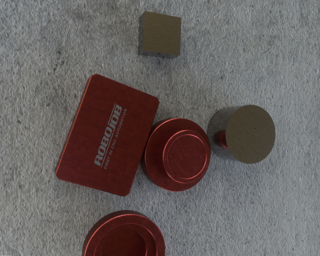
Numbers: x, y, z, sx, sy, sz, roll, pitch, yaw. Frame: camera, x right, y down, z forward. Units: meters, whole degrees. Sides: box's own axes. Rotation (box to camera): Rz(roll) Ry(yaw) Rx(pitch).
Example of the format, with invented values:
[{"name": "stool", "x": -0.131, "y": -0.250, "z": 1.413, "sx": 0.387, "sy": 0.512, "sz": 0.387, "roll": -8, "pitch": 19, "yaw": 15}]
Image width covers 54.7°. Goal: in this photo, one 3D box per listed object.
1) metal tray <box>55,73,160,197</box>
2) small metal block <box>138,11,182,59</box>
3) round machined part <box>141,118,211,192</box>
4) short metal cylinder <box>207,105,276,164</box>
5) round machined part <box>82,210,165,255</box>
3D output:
[{"name": "metal tray", "x": -0.064, "y": 0.010, "z": 0.383, "sx": 0.091, "sy": 0.030, "sz": 0.129, "roll": 20, "pitch": 83, "yaw": -19}, {"name": "small metal block", "x": -0.001, "y": -0.121, "z": 0.410, "sx": 0.050, "sy": 0.025, "sz": 0.050, "roll": 3, "pitch": 89, "yaw": -21}, {"name": "round machined part", "x": 0.026, "y": 0.035, "z": 0.407, "sx": 0.099, "sy": 0.042, "sz": 0.097, "roll": -1, "pitch": 92, "yaw": -25}, {"name": "short metal cylinder", "x": 0.114, "y": 0.008, "z": 0.440, "sx": 0.081, "sy": 0.050, "sz": 0.079, "roll": 0, "pitch": 90, "yaw": -21}, {"name": "round machined part", "x": -0.047, "y": 0.150, "z": 0.384, "sx": 0.099, "sy": 0.042, "sz": 0.097, "roll": 0, "pitch": 90, "yaw": -21}]
